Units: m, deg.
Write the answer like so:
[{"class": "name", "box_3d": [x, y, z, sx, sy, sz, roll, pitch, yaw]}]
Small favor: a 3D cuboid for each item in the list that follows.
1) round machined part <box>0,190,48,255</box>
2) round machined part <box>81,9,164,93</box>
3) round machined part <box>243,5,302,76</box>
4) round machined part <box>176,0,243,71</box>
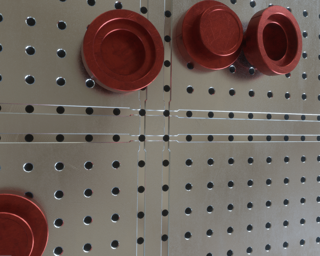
[{"class": "round machined part", "box_3d": [-0.175, 0.121, 0.339, 0.099, 0.042, 0.097, 0, 90, -21]}, {"class": "round machined part", "box_3d": [-0.048, -0.092, 0.387, 0.099, 0.042, 0.097, 0, 90, -21]}, {"class": "round machined part", "box_3d": [0.162, -0.126, 0.459, 0.099, 0.042, 0.097, 0, 91, -31]}, {"class": "round machined part", "box_3d": [0.076, -0.131, 0.433, 0.099, 0.042, 0.097, 0, 90, -20]}]
